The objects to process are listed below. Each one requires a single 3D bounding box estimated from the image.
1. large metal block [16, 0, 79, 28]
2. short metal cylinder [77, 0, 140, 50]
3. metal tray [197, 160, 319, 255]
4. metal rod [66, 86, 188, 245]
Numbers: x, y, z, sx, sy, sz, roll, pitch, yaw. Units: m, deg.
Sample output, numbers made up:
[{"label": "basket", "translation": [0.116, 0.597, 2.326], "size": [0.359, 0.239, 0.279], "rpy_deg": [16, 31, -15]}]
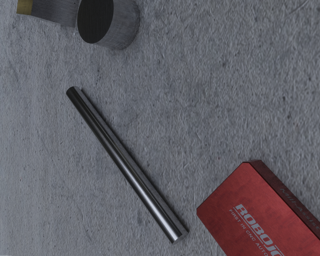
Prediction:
[{"label": "large metal block", "translation": [-0.185, -0.221, 0.522], "size": [0.050, 0.081, 0.079], "rpy_deg": [21, 104, 38]}, {"label": "short metal cylinder", "translation": [-0.075, -0.158, 0.451], "size": [0.080, 0.050, 0.080], "rpy_deg": [0, 90, 40]}, {"label": "metal tray", "translation": [0.108, 0.108, 0.313], "size": [0.130, 0.030, 0.090], "rpy_deg": [52, 120, 27]}, {"label": "metal rod", "translation": [-0.061, 0.038, 0.455], "size": [0.300, 0.025, 0.025], "rpy_deg": [49, 119, 28]}]
